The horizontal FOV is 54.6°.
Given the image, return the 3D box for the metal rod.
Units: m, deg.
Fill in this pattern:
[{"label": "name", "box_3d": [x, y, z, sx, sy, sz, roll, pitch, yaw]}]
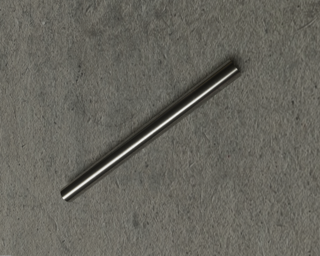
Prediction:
[{"label": "metal rod", "box_3d": [-0.023, 0.013, 0.419, 0.300, 0.025, 0.025, -37, 78, 16]}]
